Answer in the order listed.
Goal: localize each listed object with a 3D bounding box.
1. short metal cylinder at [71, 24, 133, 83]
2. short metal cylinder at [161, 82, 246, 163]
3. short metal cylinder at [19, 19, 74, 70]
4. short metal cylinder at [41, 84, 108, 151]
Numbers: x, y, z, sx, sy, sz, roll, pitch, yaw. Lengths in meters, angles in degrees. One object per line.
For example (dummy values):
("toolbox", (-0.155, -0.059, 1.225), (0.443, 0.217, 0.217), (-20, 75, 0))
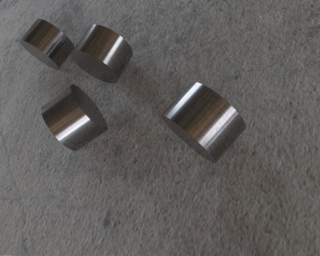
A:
("short metal cylinder", (-0.090, -0.114, 0.484), (0.080, 0.080, 0.050), (16, 70, 34))
("short metal cylinder", (0.048, -0.006, 0.346), (0.050, 0.080, 0.080), (-48, 52, -5))
("short metal cylinder", (-0.205, -0.152, 0.566), (0.080, 0.080, 0.050), (23, 74, 36))
("short metal cylinder", (-0.119, -0.014, 0.438), (0.050, 0.080, 0.080), (-35, 52, 5))
